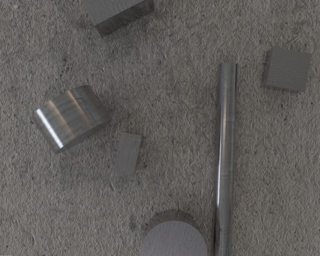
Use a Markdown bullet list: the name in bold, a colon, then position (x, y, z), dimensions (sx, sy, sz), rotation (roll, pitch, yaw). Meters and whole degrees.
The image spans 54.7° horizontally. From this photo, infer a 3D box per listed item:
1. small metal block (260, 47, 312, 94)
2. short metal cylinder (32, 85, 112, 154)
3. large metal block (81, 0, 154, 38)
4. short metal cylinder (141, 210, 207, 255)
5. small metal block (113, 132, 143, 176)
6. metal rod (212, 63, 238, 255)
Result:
- **small metal block**: position (0.166, -0.076, 0.411), dimensions (0.050, 0.025, 0.050), rotation (10, 90, 0)
- **short metal cylinder**: position (-0.107, -0.010, 0.382), dimensions (0.080, 0.080, 0.050), rotation (-33, 90, 0)
- **large metal block**: position (-0.062, -0.176, 0.397), dimensions (0.080, 0.050, 0.080), rotation (-28, 90, 0)
- **short metal cylinder**: position (0.017, 0.151, 0.398), dimensions (0.081, 0.050, 0.080), rotation (0, 90, 0)
- **small metal block**: position (-0.039, 0.031, 0.397), dimensions (0.025, 0.050, 0.050), rotation (11, 90, 0)
- **metal rod**: position (0.085, 0.065, 0.410), dimensions (0.025, 0.025, 0.298), rotation (2, 90, 0)
